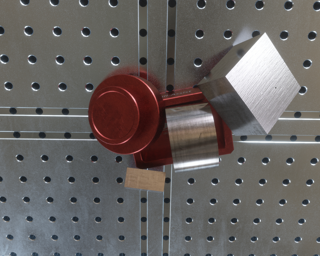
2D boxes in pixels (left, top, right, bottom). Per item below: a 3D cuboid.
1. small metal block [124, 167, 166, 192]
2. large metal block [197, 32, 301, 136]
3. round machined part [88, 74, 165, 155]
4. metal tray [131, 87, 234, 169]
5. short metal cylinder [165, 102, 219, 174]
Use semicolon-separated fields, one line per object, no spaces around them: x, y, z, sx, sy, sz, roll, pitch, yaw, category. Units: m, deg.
-0.020;0.072;0.420;0.050;0.050;0.025;8;76;-2;small metal block
0.104;-0.048;0.358;0.080;0.050;0.080;-47;108;-23;large metal block
-0.047;-0.016;0.374;0.098;0.042;0.097;2;96;22;round machined part
0.025;-0.001;0.408;0.131;0.030;0.089;-11;110;3;metal tray
0.037;0.011;0.371;0.050;0.080;0.079;-9;110;2;short metal cylinder
